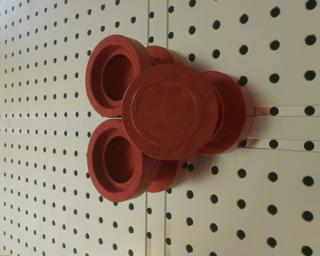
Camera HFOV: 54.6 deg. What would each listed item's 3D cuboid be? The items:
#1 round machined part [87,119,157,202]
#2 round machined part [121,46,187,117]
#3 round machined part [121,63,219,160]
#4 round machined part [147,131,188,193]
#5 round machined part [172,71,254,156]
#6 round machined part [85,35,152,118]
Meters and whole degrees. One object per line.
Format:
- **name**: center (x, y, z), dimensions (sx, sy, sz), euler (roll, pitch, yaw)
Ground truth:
- **round machined part**: center (-0.042, 0.038, 0.379), dimensions (0.098, 0.042, 0.097), euler (0, 90, 40)
- **round machined part**: center (-0.015, -0.061, 0.413), dimensions (0.098, 0.042, 0.097), euler (0, 90, 40)
- **round machined part**: center (0.009, -0.016, 0.309), dimensions (0.098, 0.042, 0.097), euler (0, 90, 8)
- **round machined part**: center (-0.015, 0.037, 0.412), dimensions (0.098, 0.042, 0.097), euler (0, 90, 40)
- **round machined part**: center (0.053, -0.017, 0.356), dimensions (0.098, 0.042, 0.097), euler (0, 90, 40)
- **round machined part**: center (-0.045, -0.061, 0.381), dimensions (0.098, 0.042, 0.097), euler (0, 90, 40)
